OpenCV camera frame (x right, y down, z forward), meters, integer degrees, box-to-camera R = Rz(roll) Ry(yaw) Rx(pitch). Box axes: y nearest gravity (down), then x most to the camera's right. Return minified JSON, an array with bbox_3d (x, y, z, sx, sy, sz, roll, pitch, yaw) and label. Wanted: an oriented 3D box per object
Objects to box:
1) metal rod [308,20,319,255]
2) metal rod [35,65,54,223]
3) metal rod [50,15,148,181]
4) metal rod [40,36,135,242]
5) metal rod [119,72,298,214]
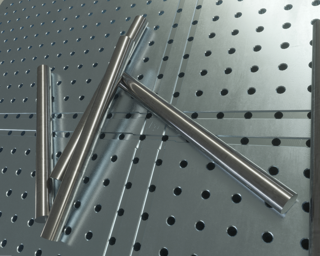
[{"bbox_3d":[0.168,0.006,0.316,0.025,0.025,0.300,0,61,28],"label":"metal rod"},{"bbox_3d":[-0.187,0.005,0.500,0.025,0.025,0.299,-25,53,12],"label":"metal rod"},{"bbox_3d":[-0.088,-0.056,0.486,0.025,0.025,0.300,11,67,32],"label":"metal rod"},{"bbox_3d":[-0.095,0.003,0.434,0.025,0.025,0.299,8,72,31],"label":"metal rod"},{"bbox_3d":[0.033,-0.001,0.390,0.025,0.025,0.300,-47,52,-5],"label":"metal rod"}]
